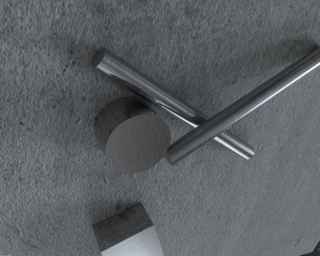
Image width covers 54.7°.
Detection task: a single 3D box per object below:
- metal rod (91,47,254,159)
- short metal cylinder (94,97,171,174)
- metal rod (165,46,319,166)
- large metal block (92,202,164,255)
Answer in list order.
[{"bbox_3d":[0.040,-0.017,0.417,0.301,0.025,0.025,29,103,-38],"label":"metal rod"},{"bbox_3d":[-0.034,0.008,0.377,0.081,0.050,0.079,-14,124,-21],"label":"short metal cylinder"},{"bbox_3d":[0.132,-0.040,0.432,0.302,0.025,0.025,-32,129,-16],"label":"metal rod"},{"bbox_3d":[-0.047,0.172,0.471,0.081,0.050,0.080,-24,127,-14],"label":"large metal block"}]
